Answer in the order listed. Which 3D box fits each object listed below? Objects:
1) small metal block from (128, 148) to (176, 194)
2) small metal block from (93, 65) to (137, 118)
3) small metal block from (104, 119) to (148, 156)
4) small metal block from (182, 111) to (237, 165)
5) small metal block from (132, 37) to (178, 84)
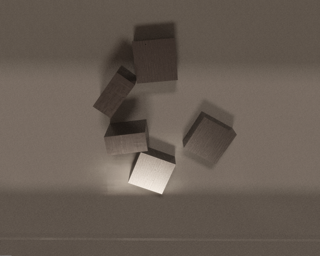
[{"bbox_3d":[-0.011,0.058,0.433,0.050,0.025,0.050,20,109,-8],"label":"small metal block"},{"bbox_3d":[-0.054,-0.046,0.380,0.025,0.050,0.050,35,106,-12],"label":"small metal block"},{"bbox_3d":[-0.042,0.011,0.402,0.050,0.050,0.025,-7,110,2],"label":"small metal block"},{"bbox_3d":[0.066,0.013,0.417,0.050,0.025,0.050,28,107,-10],"label":"small metal block"},{"bbox_3d":[-0.006,-0.084,0.380,0.050,0.025,0.050,-5,110,1],"label":"small metal block"}]
